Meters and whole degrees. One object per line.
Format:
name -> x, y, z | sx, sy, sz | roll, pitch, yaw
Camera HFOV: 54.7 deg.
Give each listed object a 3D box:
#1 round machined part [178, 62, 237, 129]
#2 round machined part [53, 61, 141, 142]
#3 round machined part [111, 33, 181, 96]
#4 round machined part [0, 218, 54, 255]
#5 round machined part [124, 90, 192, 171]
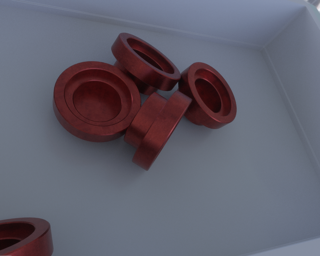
round machined part -> 0.062, -0.042, 0.446 | 0.099, 0.042, 0.098 | 24, 51, -32
round machined part -> -0.075, -0.027, 0.368 | 0.099, 0.042, 0.098 | 10, 61, -18
round machined part -> -0.023, -0.081, 0.417 | 0.098, 0.042, 0.098 | 31, 25, -16
round machined part -> -0.131, 0.105, 0.232 | 0.099, 0.098, 0.042 | -8, 93, -32
round machined part -> -0.006, -0.002, 0.360 | 0.042, 0.097, 0.098 | 32, 51, 3
